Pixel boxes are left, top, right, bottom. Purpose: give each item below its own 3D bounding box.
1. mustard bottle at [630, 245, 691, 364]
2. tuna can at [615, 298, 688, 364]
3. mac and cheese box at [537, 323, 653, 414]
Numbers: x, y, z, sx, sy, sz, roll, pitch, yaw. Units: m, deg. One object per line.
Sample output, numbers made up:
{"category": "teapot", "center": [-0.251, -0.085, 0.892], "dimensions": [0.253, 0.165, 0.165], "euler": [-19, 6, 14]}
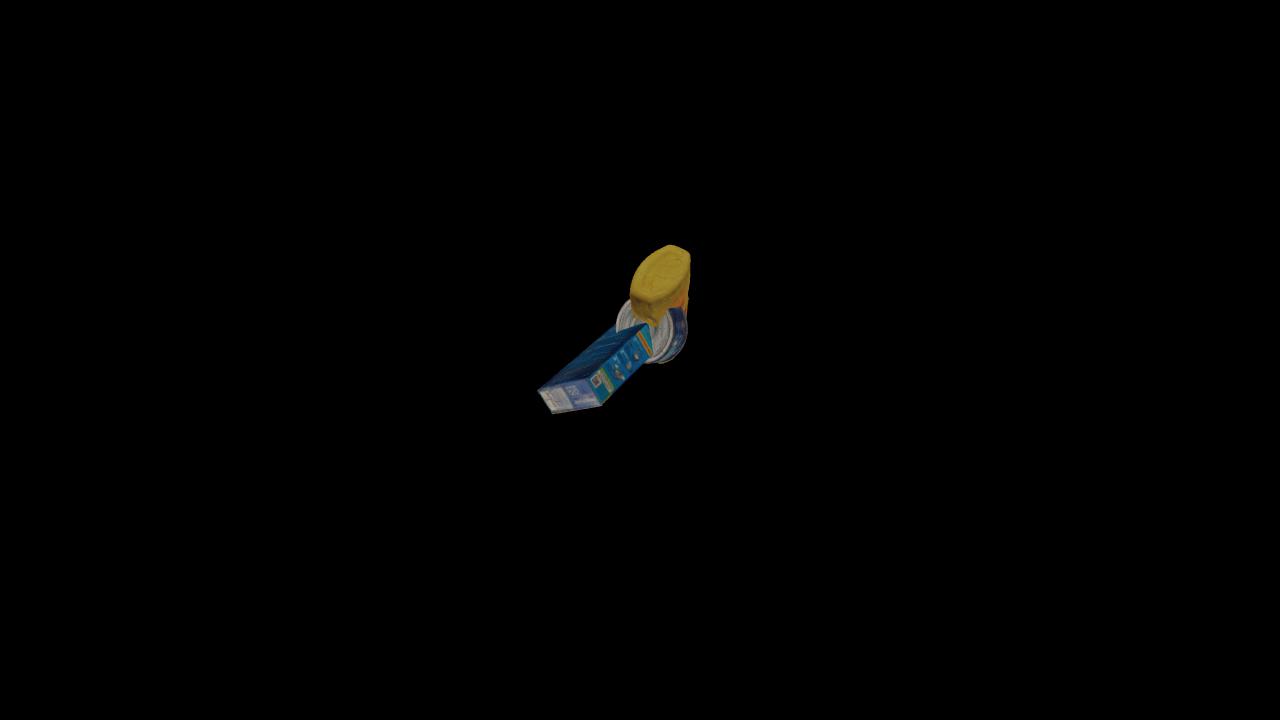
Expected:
{"category": "mustard bottle", "center": [0.026, -0.051, 0.762], "dimensions": [0.054, 0.092, 0.184], "euler": [23, -29, 16]}
{"category": "tuna can", "center": [0.013, -0.037, 0.729], "dimensions": [0.084, 0.084, 0.034], "euler": [0, 4, 32]}
{"category": "mac and cheese box", "center": [-0.030, -0.006, 0.731], "dimensions": [0.093, 0.041, 0.184], "euler": [-15, 21, 45]}
